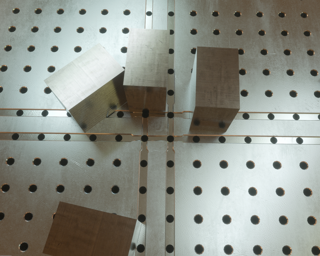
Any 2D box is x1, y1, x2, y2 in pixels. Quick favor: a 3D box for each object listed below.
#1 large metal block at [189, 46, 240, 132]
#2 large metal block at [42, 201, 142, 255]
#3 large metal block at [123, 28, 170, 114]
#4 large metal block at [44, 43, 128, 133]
[{"bbox_3d":[0.068,-0.047,0.400,0.050,0.080,0.080,3,70,1],"label":"large metal block"},{"bbox_3d":[-0.067,0.118,0.339,0.080,0.080,0.050,12,71,4],"label":"large metal block"},{"bbox_3d":[-0.015,-0.072,0.409,0.050,0.080,0.080,3,70,1],"label":"large metal block"},{"bbox_3d":[-0.088,-0.048,0.400,0.080,0.080,0.050,-39,75,-13],"label":"large metal block"}]
